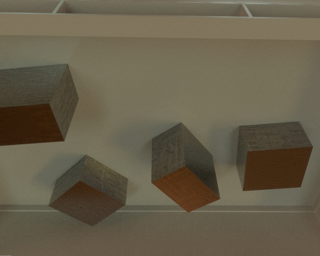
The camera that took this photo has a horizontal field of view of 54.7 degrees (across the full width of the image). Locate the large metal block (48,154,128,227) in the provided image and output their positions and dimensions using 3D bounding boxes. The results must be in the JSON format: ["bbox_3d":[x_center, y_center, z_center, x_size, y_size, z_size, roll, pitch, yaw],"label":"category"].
[{"bbox_3d":[-0.108,0.098,0.475,0.080,0.050,0.080,37,121,-27],"label":"large metal block"}]

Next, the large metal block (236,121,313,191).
[{"bbox_3d":[0.153,0.040,0.429,0.080,0.050,0.080,-5,130,3],"label":"large metal block"}]

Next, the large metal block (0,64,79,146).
[{"bbox_3d":[-0.145,-0.027,0.347,0.080,0.080,0.050,-4,130,3],"label":"large metal block"}]

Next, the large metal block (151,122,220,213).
[{"bbox_3d":[0.034,0.053,0.419,0.050,0.080,0.080,-30,124,23],"label":"large metal block"}]
